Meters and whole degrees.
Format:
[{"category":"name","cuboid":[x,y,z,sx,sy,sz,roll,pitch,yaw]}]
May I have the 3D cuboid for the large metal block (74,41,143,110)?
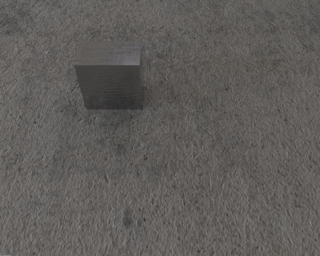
[{"category":"large metal block","cuboid":[-0.065,-0.071,0.427,0.080,0.080,0.050,0,50,0]}]
